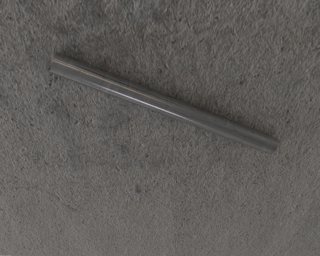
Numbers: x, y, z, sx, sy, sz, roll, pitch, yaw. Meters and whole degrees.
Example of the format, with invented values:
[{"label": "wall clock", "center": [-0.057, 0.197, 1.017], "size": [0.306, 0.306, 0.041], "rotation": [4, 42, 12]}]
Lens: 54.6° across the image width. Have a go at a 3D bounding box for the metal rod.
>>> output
[{"label": "metal rod", "center": [0.019, -0.024, 0.386], "size": [0.302, 0.025, 0.025], "rotation": [20, 127, -16]}]
